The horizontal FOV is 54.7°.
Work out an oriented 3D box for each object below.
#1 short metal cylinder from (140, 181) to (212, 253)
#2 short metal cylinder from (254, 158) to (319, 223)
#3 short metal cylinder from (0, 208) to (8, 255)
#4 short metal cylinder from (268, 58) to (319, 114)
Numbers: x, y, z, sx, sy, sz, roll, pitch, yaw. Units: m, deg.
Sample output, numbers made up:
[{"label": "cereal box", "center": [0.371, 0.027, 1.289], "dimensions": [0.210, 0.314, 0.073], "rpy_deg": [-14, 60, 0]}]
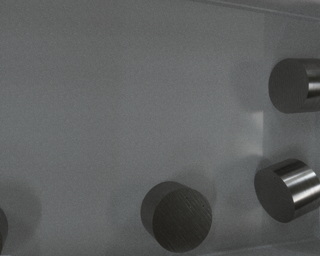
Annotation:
[{"label": "short metal cylinder", "center": [0.020, 0.114, 0.405], "dimensions": [0.081, 0.050, 0.080], "rpy_deg": [0, 90, -20]}, {"label": "short metal cylinder", "center": [0.184, 0.090, 0.449], "dimensions": [0.050, 0.080, 0.080], "rpy_deg": [-17, 96, -19]}, {"label": "short metal cylinder", "center": [-0.205, 0.116, 0.322], "dimensions": [0.081, 0.050, 0.080], "rpy_deg": [0, 90, -20]}, {"label": "short metal cylinder", "center": [0.208, -0.062, 0.457], "dimensions": [0.050, 0.080, 0.079], "rpy_deg": [-4, 92, -20]}]
